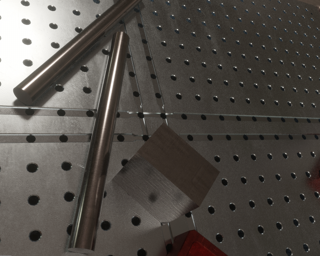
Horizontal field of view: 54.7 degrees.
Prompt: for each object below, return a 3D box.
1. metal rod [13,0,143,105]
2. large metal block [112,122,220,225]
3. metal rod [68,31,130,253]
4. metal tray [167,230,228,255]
[{"bbox_3d":[-0.094,-0.136,0.441,0.025,0.025,0.301,35,51,-5],"label":"metal rod"},{"bbox_3d":[0.004,0.053,0.344,0.080,0.080,0.050,42,51,0],"label":"large metal block"},{"bbox_3d":[-0.067,-0.008,0.378,0.025,0.025,0.300,17,55,-19],"label":"metal rod"},{"bbox_3d":[0.058,0.183,0.325,0.130,0.030,0.090,39,51,-2],"label":"metal tray"}]
